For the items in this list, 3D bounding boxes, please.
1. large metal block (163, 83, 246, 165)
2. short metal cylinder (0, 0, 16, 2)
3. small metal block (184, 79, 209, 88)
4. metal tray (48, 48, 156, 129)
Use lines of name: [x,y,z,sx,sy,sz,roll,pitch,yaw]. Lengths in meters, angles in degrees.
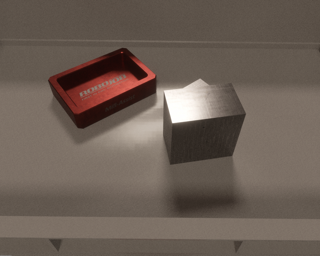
large metal block: [0.048,-0.004,0.373,0.081,0.080,0.050,-7,51,-7]
short metal cylinder: [-0.312,-0.304,0.624,0.081,0.080,0.050,2,50,1]
small metal block: [0.055,-0.037,0.437,0.050,0.025,0.050,-32,57,-24]
metal tray: [-0.082,-0.063,0.453,0.131,0.030,0.090,-29,56,-23]
